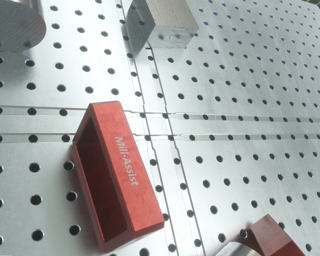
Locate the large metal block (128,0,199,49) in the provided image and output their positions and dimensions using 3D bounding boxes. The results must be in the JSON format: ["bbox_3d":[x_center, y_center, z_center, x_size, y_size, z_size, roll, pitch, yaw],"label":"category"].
[{"bbox_3d":[0.005,-0.177,0.503,0.081,0.050,0.080,-7,65,-31],"label":"large metal block"}]

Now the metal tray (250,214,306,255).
[{"bbox_3d":[0.146,0.151,0.337,0.030,0.130,0.090,-38,81,5],"label":"metal tray"}]

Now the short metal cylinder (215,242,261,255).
[{"bbox_3d":[0.081,0.164,0.312,0.050,0.080,0.080,-33,80,-28],"label":"short metal cylinder"}]

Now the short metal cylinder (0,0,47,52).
[{"bbox_3d":[-0.178,-0.134,0.359,0.081,0.080,0.050,-3,64,-30],"label":"short metal cylinder"}]

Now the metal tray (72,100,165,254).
[{"bbox_3d":[-0.048,0.049,0.310,0.030,0.090,0.130,-9,67,-32],"label":"metal tray"}]
